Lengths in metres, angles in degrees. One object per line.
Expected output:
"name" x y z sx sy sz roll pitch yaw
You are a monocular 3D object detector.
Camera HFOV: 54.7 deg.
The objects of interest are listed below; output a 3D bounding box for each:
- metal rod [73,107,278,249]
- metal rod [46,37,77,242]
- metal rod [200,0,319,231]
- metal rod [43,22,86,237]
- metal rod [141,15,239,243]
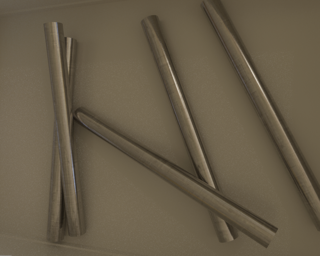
"metal rod" 0.001 0.049 0.390 0.300 0.025 0.025 30 100 24
"metal rod" -0.147 0.017 0.462 0.025 0.025 0.298 5 92 20
"metal rod" 0.125 -0.025 0.366 0.025 0.025 0.299 -28 81 18
"metal rod" -0.133 0.006 0.438 0.025 0.025 0.298 -3 96 20
"metal rod" 0.035 -0.004 0.397 0.025 0.025 0.299 -22 83 19
